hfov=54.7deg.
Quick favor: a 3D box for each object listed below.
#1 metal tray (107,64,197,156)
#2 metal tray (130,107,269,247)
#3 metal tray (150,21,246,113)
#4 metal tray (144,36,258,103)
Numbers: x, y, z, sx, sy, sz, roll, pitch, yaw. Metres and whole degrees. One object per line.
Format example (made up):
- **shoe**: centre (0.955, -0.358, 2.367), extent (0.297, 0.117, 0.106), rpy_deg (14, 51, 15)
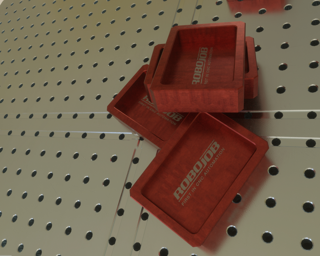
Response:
- **metal tray**: centre (-0.001, -0.027, 0.420), extent (0.130, 0.030, 0.090), rpy_deg (33, 80, 38)
- **metal tray**: centre (0.042, 0.047, 0.334), extent (0.090, 0.030, 0.130), rpy_deg (35, 80, 17)
- **metal tray**: centre (0.048, -0.072, 0.346), extent (0.090, 0.030, 0.130), rpy_deg (1, 46, 15)
- **metal tray**: centre (0.053, -0.074, 0.391), extent (0.131, 0.030, 0.090), rpy_deg (-1, 46, 13)
